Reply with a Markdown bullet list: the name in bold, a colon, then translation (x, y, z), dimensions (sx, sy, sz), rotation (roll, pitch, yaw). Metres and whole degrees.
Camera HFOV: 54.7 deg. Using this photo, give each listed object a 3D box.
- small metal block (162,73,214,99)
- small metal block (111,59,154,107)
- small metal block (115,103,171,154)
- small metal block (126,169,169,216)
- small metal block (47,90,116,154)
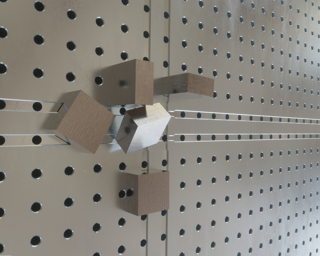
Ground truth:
- **small metal block**: translation (0.038, -0.056, 0.427), dimensions (0.050, 0.050, 0.025), rotation (5, 87, -40)
- **small metal block**: translation (-0.033, -0.051, 0.367), dimensions (0.025, 0.050, 0.050), rotation (1, 89, -40)
- **small metal block**: translation (-0.021, 0.000, 0.375), dimensions (0.050, 0.050, 0.025), rotation (-18, 57, -39)
- **small metal block**: translation (-0.015, 0.081, 0.399), dimensions (0.050, 0.025, 0.050), rotation (0, 90, -40)
- **small metal block**: translation (-0.085, -0.006, 0.339), dimensions (0.050, 0.025, 0.050), rotation (40, 66, -33)
